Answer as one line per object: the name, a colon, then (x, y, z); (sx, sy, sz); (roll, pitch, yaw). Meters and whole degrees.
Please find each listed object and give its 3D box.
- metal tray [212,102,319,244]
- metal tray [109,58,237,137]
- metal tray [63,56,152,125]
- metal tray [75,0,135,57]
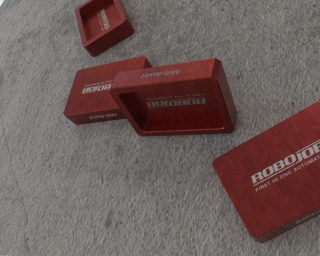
metal tray: (0.129, 0.042, 0.307); (0.130, 0.030, 0.090); (-31, 52, 8)
metal tray: (0.017, -0.030, 0.369); (0.130, 0.090, 0.030); (-3, 49, 26)
metal tray: (-0.078, -0.056, 0.477); (0.130, 0.030, 0.090); (-6, 59, 25)
metal tray: (-0.107, -0.202, 0.580); (0.090, 0.030, 0.130); (-28, 52, 10)
